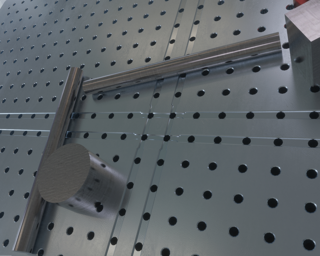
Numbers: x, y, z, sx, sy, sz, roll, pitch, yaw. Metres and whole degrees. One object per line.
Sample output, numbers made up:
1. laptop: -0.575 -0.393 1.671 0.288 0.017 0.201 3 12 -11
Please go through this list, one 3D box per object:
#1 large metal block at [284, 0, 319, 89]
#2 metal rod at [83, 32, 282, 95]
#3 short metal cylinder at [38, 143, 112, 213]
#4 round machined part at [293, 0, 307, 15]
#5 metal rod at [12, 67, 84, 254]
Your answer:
1. large metal block: 0.190 -0.101 0.335 0.080 0.080 0.050 -28 52 11
2. metal rod: 0.017 -0.088 0.453 0.301 0.025 0.025 -9 58 23
3. short metal cylinder: -0.111 0.067 0.410 0.080 0.050 0.080 -13 56 21
4. round machined part: 0.222 -0.187 0.396 0.098 0.042 0.098 -13 56 21
5. metal rod: -0.163 0.031 0.474 0.025 0.025 0.299 -7 58 24
